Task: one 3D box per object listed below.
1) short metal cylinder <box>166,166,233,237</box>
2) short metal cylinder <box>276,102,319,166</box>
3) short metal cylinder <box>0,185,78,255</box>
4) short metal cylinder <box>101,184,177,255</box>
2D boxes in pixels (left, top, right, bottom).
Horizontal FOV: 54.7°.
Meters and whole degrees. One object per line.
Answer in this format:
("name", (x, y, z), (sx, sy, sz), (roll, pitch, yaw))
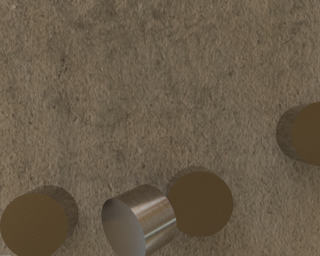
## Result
("short metal cylinder", (0.048, 0.092, 0.398), (0.081, 0.050, 0.079), (0, 90, -1))
("short metal cylinder", (0.199, 0.007, 0.400), (0.081, 0.050, 0.079), (0, 90, -1))
("short metal cylinder", (-0.151, 0.118, 0.396), (0.081, 0.050, 0.079), (0, 90, -1))
("short metal cylinder", (-0.026, 0.115, 0.376), (0.050, 0.080, 0.080), (-16, 91, -44))
